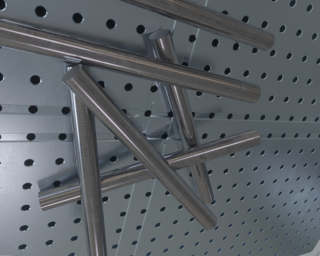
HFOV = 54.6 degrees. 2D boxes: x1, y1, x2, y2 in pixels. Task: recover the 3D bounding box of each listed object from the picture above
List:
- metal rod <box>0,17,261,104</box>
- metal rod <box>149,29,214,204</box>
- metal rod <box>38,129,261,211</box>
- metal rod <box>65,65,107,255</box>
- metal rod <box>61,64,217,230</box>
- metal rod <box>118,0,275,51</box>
[{"bbox_3d":[-0.017,-0.066,0.334,0.302,0.025,0.025,9,114,-24],"label":"metal rod"},{"bbox_3d":[0.040,0.007,0.436,0.025,0.025,0.299,-28,128,-11],"label":"metal rod"},{"bbox_3d":[-0.005,0.052,0.416,0.302,0.025,0.025,-15,125,-11],"label":"metal rod"},{"bbox_3d":[-0.083,0.076,0.372,0.025,0.025,0.298,-10,111,-23],"label":"metal rod"},{"bbox_3d":[-0.005,0.044,0.380,0.025,0.025,0.300,-40,124,-1],"label":"metal rod"},{"bbox_3d":[0.016,-0.131,0.338,0.302,0.025,0.025,7,115,-32],"label":"metal rod"}]
